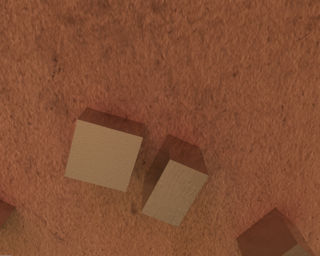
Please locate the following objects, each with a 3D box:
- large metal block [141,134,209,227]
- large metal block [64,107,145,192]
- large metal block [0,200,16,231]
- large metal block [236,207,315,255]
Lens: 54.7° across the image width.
[{"bbox_3d":[0.017,0.065,0.405,0.050,0.080,0.080,24,108,-9],"label":"large metal block"},{"bbox_3d":[-0.071,0.028,0.406,0.080,0.050,0.079,16,109,-6],"label":"large metal block"},{"bbox_3d":[-0.263,0.130,0.425,0.080,0.080,0.050,33,107,-12],"label":"large metal block"},{"bbox_3d":[0.166,0.177,0.448,0.050,0.080,0.080,42,104,-14],"label":"large metal block"}]
